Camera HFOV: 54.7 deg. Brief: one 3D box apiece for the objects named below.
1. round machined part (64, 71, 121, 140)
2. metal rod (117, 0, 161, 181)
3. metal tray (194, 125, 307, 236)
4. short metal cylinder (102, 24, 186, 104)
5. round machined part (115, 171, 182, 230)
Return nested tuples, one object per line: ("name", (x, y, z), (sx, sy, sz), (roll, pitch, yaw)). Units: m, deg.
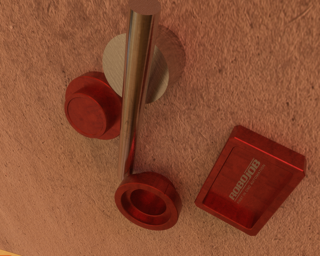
("round machined part", (-0.091, -0.025, 0.427), (0.098, 0.042, 0.097), (13, 124, 20))
("metal rod", (-0.033, -0.011, 0.357), (0.025, 0.025, 0.298), (29, 146, 10))
("metal tray", (0.108, 0.070, 0.389), (0.090, 0.030, 0.129), (27, 128, 10))
("short metal cylinder", (-0.017, -0.074, 0.353), (0.080, 0.050, 0.079), (13, 124, 20))
("round machined part", (-0.014, 0.104, 0.461), (0.098, 0.042, 0.097), (11, 127, 15))
